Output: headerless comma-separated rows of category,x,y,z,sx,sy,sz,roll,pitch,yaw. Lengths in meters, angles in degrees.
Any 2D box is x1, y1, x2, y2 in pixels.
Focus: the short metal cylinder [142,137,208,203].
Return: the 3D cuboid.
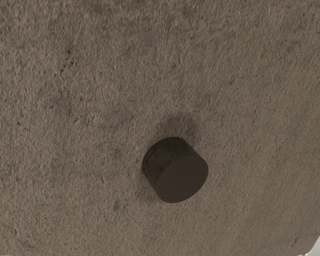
short metal cylinder,0.021,0.059,0.441,0.081,0.050,0.079,-14,125,-21
